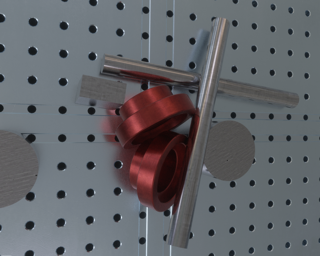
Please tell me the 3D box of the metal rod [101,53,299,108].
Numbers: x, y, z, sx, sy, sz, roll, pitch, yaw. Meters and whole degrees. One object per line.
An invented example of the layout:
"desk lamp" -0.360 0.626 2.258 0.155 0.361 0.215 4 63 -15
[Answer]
"metal rod" 0.070 -0.062 0.437 0.302 0.025 0.025 8 88 -20

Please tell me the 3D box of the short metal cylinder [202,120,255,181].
"short metal cylinder" 0.083 0.030 0.430 0.081 0.050 0.080 0 90 -20

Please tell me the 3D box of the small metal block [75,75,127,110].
"small metal block" -0.072 -0.041 0.372 0.050 0.050 0.025 9 83 -20

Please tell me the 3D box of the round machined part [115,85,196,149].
"round machined part" -0.010 -0.016 0.374 0.099 0.098 0.042 -25 79 -18

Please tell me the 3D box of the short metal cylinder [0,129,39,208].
"short metal cylinder" -0.174 0.041 0.335 0.081 0.050 0.080 0 90 -20

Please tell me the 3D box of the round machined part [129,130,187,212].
"round machined part" -0.001 0.050 0.385 0.099 0.042 0.097 -36 134 -50

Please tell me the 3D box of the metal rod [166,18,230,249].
"metal rod" 0.052 -0.007 0.390 0.025 0.025 0.299 19 72 -19
